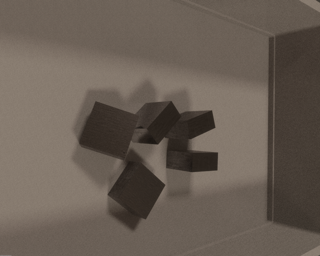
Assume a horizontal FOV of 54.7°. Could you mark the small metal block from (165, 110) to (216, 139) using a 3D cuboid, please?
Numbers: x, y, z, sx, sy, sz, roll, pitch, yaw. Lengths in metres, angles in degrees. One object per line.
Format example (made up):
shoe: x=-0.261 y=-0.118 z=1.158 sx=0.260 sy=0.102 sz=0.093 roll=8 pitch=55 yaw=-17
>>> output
small metal block: x=0.039 y=-0.005 z=0.425 sx=0.050 sy=0.050 sz=0.025 roll=-22 pitch=104 yaw=-38

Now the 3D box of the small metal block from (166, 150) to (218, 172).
small metal block: x=0.044 y=0.045 z=0.430 sx=0.050 sy=0.050 sz=0.025 roll=3 pitch=88 yaw=-40

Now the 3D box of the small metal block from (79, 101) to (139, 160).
small metal block: x=-0.056 y=0.004 z=0.346 sx=0.050 sy=0.025 sz=0.050 roll=19 pitch=76 yaw=-5

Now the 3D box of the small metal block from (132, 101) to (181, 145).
small metal block: x=-0.010 y=-0.007 z=0.383 sx=0.050 sy=0.050 sz=0.025 roll=-50 pitch=120 yaw=-29

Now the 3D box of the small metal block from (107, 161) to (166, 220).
small metal block: x=-0.028 y=0.077 z=0.385 sx=0.050 sy=0.025 sz=0.050 roll=47 pitch=62 yaw=-30
